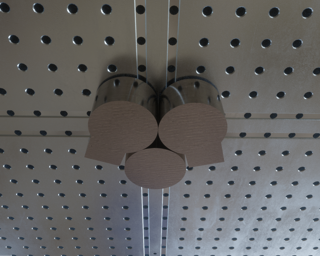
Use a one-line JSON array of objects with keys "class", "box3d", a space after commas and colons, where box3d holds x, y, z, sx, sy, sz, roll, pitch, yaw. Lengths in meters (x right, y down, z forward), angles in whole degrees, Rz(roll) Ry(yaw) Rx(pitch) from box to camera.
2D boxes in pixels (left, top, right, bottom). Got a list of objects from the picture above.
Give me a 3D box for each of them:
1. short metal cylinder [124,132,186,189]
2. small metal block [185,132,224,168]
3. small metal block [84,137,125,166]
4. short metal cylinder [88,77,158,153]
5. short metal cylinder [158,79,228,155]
[{"class": "short metal cylinder", "box3d": [-0.006, 0.039, 0.423, 0.081, 0.050, 0.079, 0, 130, 0]}, {"class": "small metal block", "box3d": [0.059, 0.025, 0.430, 0.050, 0.025, 0.050, -11, 130, 9]}, {"class": "small metal block", "box3d": [-0.071, 0.021, 0.424, 0.050, 0.025, 0.050, 16, 128, -14]}, {"class": "short metal cylinder", "box3d": [-0.043, -0.015, 0.377, 0.081, 0.050, 0.079, 0, 130, 0]}, {"class": "short metal cylinder", "box3d": [0.038, -0.013, 0.380, 0.081, 0.050, 0.079, 0, 130, 0]}]
